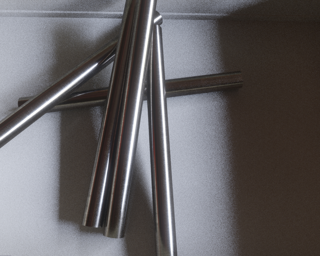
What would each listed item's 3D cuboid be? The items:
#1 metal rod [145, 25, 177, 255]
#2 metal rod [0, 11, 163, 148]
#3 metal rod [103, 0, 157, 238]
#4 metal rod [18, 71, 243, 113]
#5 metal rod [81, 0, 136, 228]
[{"bbox_3d":[-0.001,0.011,0.387,0.025,0.025,0.299,-3,77,-2],"label":"metal rod"},{"bbox_3d":[-0.105,-0.072,0.412,0.025,0.025,0.301,40,66,13],"label":"metal rod"},{"bbox_3d":[-0.035,-0.020,0.382,0.025,0.025,0.298,7,83,2],"label":"metal rod"},{"bbox_3d":[-0.037,-0.048,0.426,0.302,0.025,0.025,-8,70,-3],"label":"metal rod"},{"bbox_3d":[-0.057,-0.029,0.396,0.025,0.025,0.299,9,79,3],"label":"metal rod"}]
